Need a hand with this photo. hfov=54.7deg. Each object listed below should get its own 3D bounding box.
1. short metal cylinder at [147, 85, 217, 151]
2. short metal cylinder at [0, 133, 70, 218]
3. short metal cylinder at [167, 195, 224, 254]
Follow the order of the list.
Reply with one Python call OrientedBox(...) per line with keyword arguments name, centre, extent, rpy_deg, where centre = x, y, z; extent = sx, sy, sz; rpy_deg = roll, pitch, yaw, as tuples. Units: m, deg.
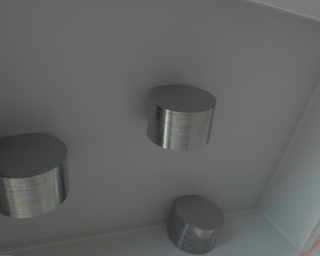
OrientedBox(name="short metal cylinder", centre=(0.025, -0.015, 0.379), extent=(0.081, 0.080, 0.050), rpy_deg=(-10, 123, -24))
OrientedBox(name="short metal cylinder", centre=(-0.139, 0.047, 0.327), extent=(0.081, 0.080, 0.050), rpy_deg=(-9, 122, -24))
OrientedBox(name="short metal cylinder", centre=(0.057, 0.155, 0.502), extent=(0.081, 0.080, 0.050), rpy_deg=(0, 118, -29))
